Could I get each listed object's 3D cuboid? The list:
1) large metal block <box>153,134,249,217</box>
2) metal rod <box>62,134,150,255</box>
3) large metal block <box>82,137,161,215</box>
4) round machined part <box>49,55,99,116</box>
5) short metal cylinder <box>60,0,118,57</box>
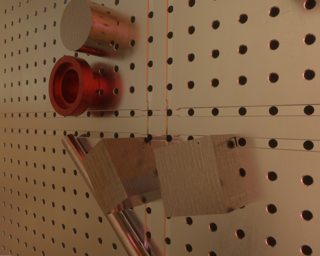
[{"bbox_3d":[0.045,0.055,0.356,0.080,0.050,0.080,-17,79,38],"label":"large metal block"},{"bbox_3d":[-0.076,0.122,0.471,0.300,0.025,0.025,50,120,28],"label":"metal rod"},{"bbox_3d":[-0.044,0.060,0.410,0.050,0.081,0.080,-42,65,32],"label":"large metal block"},{"bbox_3d":[-0.139,-0.068,0.514,0.098,0.042,0.097,0,90,40],"label":"round machined part"},{"bbox_3d":[-0.112,-0.156,0.486,0.080,0.050,0.080,0,90,40],"label":"short metal cylinder"}]
